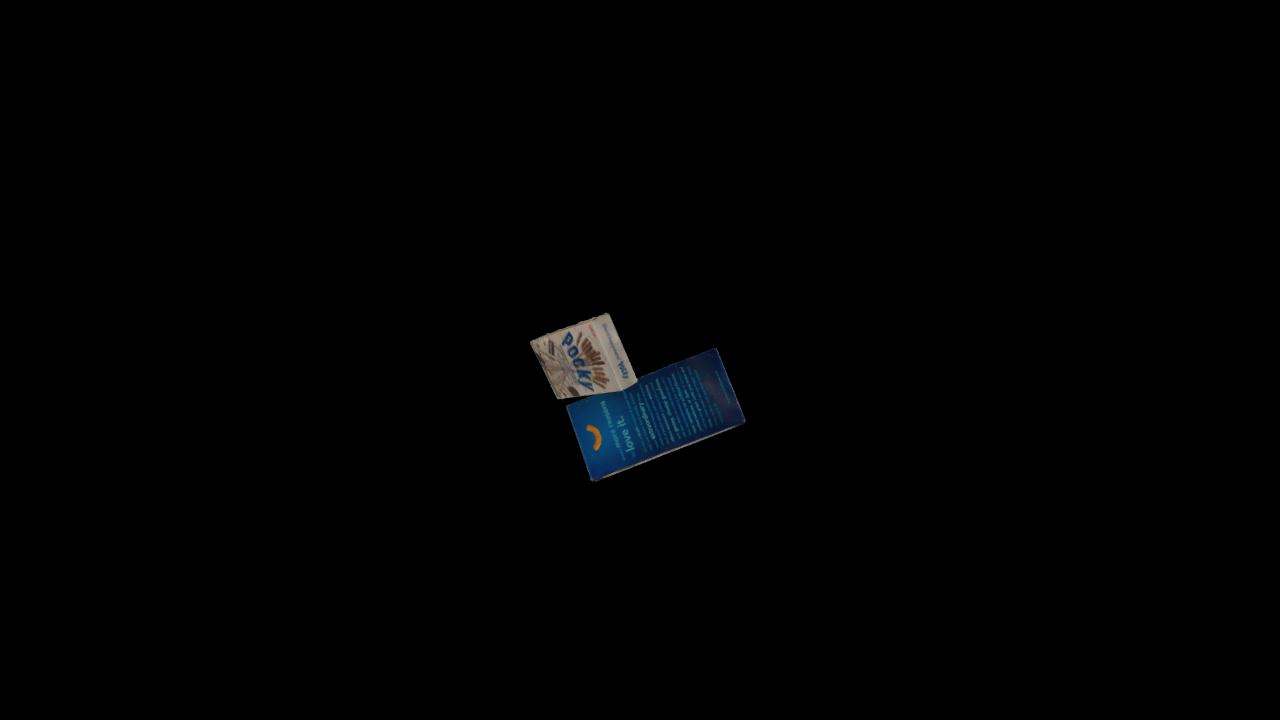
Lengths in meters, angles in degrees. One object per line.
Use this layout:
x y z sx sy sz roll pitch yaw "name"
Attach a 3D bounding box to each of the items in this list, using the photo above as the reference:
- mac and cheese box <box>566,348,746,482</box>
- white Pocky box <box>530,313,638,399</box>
0.018 0.063 0.703 0.184 0.093 0.041 -21 -13 1 "mac and cheese box"
-0.068 0.000 0.706 0.028 0.084 0.154 -29 10 -34 "white Pocky box"
